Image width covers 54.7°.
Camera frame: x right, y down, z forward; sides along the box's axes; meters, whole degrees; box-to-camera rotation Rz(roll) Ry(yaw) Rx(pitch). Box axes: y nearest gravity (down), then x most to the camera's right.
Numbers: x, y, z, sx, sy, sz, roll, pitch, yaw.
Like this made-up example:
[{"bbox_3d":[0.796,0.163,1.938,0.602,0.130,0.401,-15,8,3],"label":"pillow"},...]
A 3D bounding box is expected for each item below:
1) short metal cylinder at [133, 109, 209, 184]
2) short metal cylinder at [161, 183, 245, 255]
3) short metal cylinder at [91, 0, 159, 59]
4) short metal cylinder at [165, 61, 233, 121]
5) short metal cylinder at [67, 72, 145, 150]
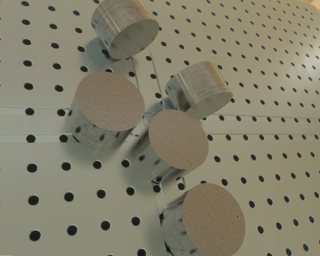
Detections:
[{"bbox_3d":[0.013,0.024,0.386,0.081,0.050,0.080,14,56,-21],"label":"short metal cylinder"},{"bbox_3d":[0.049,0.109,0.353,0.081,0.050,0.080,14,56,-21],"label":"short metal cylinder"},{"bbox_3d":[-0.048,-0.142,0.435,0.081,0.080,0.050,-23,75,-37],"label":"short metal cylinder"},{"bbox_3d":[0.054,-0.048,0.433,0.081,0.080,0.050,-13,69,-34],"label":"short metal cylinder"},{"bbox_3d":[-0.065,-0.020,0.370,0.081,0.050,0.080,14,56,-21],"label":"short metal cylinder"}]
